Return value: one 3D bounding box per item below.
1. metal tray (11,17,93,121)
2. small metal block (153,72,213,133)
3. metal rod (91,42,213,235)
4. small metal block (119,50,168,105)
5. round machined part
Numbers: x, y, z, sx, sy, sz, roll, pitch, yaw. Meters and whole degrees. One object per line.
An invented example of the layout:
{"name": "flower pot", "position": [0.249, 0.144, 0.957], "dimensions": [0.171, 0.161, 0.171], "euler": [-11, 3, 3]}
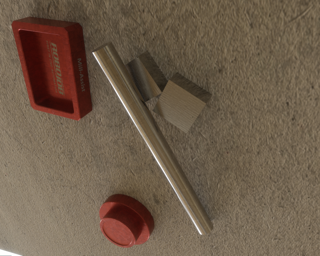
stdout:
{"name": "metal tray", "position": [-0.146, -0.080, 0.428], "dimensions": [0.090, 0.030, 0.129], "euler": [13, 124, 20]}
{"name": "small metal block", "position": [0.027, -0.030, 0.373], "dimensions": [0.050, 0.025, 0.050], "euler": [34, 129, 5]}
{"name": "metal rod", "position": [0.002, 0.030, 0.401], "dimensions": [0.025, 0.025, 0.299], "euler": [-12, 120, 33]}
{"name": "small metal block", "position": [-0.024, -0.059, 0.382], "dimensions": [0.050, 0.025, 0.050], "euler": [-25, 105, 36]}
{"name": "round machined part", "position": [-0.063, 0.165, 0.529], "dimensions": [0.098, 0.042, 0.097], "euler": [13, 124, 20]}
